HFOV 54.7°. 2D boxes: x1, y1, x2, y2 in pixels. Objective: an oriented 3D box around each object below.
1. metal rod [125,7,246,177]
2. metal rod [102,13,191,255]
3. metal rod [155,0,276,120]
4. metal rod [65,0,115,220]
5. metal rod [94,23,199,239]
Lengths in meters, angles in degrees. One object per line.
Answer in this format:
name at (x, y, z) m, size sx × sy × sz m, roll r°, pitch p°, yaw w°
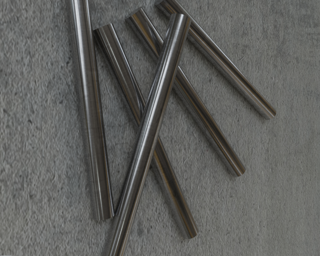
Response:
metal rod at (0.049, -0.034, 0.445) m, size 0.025 × 0.025 × 0.300 m, roll -53°, pitch 121°, yaw -27°
metal rod at (-0.016, 0.014, 0.362) m, size 0.025 × 0.025 × 0.298 m, roll 17°, pitch 88°, yaw -39°
metal rod at (0.103, -0.099, 0.490) m, size 0.301 × 0.025 × 0.025 m, roll 36°, pitch 68°, yaw -34°
metal rod at (-0.079, -0.048, 0.338) m, size 0.025 × 0.025 × 0.298 m, roll -10°, pitch 97°, yaw -40°
metal rod at (-0.011, 0.018, 0.395) m, size 0.025 × 0.025 × 0.299 m, roll -35°, pitch 112°, yaw -34°
